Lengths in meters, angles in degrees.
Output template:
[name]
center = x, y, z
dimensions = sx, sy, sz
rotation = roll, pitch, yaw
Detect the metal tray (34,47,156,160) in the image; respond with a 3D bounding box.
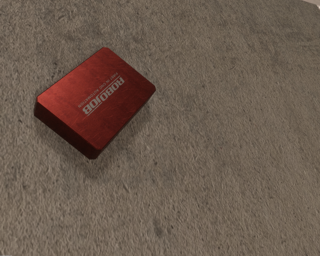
[metal tray]
center = -0.075, -0.035, 0.383
dimensions = 0.090, 0.030, 0.131
rotation = 39, 51, -2
